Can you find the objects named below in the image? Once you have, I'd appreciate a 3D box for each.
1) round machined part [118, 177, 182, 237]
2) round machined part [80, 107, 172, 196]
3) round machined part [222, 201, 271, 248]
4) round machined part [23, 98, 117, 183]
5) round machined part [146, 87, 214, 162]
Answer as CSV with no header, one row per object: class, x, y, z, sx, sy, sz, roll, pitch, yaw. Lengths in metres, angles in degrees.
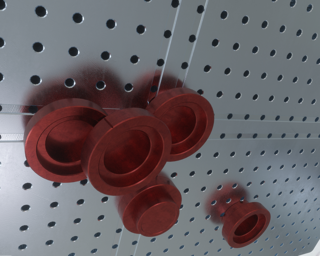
round machined part,-0.010,0.126,0.472,0.099,0.042,0.097,-14,124,-21
round machined part,-0.039,0.022,0.337,0.099,0.042,0.097,-20,128,-27
round machined part,0.160,0.180,0.598,0.099,0.042,0.097,-14,124,-21
round machined part,-0.101,0.011,0.351,0.099,0.042,0.097,-14,124,-21
round machined part,0.018,-0.008,0.404,0.099,0.042,0.097,-14,124,-21
